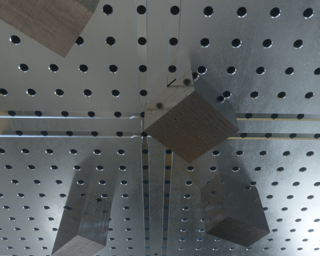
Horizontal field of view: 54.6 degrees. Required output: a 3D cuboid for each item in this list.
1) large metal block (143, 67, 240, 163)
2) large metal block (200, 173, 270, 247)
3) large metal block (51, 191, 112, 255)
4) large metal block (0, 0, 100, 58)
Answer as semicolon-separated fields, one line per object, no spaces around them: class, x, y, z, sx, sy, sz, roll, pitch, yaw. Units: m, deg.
large metal block;0.037;-0.013;0.384;0.080;0.050;0.080;37;121;-27
large metal block;0.115;0.128;0.485;0.080;0.080;0.050;25;126;-20
large metal block;-0.129;0.167;0.516;0.050;0.080;0.080;34;122;-25
large metal block;-0.100;-0.120;0.272;0.080;0.080;0.050;31;124;-24
